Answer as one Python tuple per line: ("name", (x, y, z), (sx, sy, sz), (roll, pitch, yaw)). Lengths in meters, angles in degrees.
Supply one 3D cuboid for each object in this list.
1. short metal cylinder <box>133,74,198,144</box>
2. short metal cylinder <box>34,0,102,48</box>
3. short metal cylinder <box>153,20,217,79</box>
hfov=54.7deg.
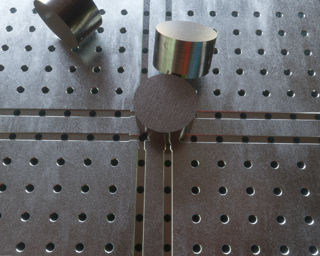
("short metal cylinder", (0.007, -0.024, 0.407), (0.081, 0.050, 0.080), (0, 70, 0))
("short metal cylinder", (-0.130, -0.162, 0.440), (0.080, 0.080, 0.050), (37, 74, 12))
("short metal cylinder", (0.032, -0.108, 0.419), (0.081, 0.050, 0.080), (5, 36, -3))
